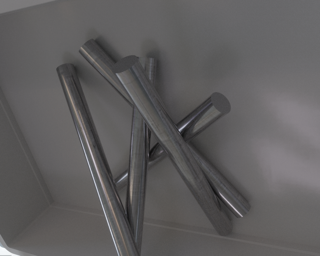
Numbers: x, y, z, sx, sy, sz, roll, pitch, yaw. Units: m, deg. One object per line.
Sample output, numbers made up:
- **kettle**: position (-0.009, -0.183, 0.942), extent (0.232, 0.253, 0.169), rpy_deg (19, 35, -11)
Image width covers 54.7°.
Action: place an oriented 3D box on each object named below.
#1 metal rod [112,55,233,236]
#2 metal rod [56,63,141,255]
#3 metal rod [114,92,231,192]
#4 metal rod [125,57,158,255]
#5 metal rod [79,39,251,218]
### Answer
- **metal rod**: position (0.032, 0.045, 0.359), extent (0.025, 0.025, 0.299), rpy_deg (-5, 135, 30)
- **metal rod**: position (-0.077, 0.052, 0.396), extent (0.025, 0.025, 0.299), rpy_deg (-32, 73, 38)
- **metal rod**: position (-0.015, 0.043, 0.416), extent (0.025, 0.025, 0.299), rpy_deg (45, 137, -3)
- **metal rod**: position (-0.029, 0.063, 0.390), extent (0.025, 0.025, 0.298), rpy_deg (9, 100, 23)
- **metal rod**: position (0.009, 0.004, 0.405), extent (0.300, 0.025, 0.025), rpy_deg (46, 129, -5)
